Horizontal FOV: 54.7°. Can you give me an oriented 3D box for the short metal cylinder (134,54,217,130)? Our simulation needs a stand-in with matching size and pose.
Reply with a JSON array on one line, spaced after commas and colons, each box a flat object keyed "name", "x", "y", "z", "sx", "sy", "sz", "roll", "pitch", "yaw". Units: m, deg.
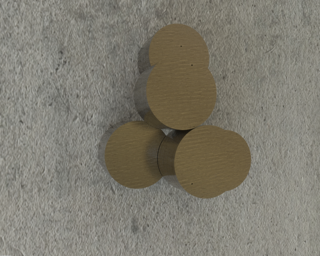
[{"name": "short metal cylinder", "x": 0.016, "y": -0.038, "z": 0.349, "sx": 0.081, "sy": 0.050, "sz": 0.080, "roll": 0, "pitch": 90, "yaw": -20}]

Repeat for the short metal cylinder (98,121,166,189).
[{"name": "short metal cylinder", "x": -0.033, "y": 0.031, "z": 0.385, "sx": 0.081, "sy": 0.050, "sz": 0.080, "roll": 0, "pitch": 90, "yaw": -20}]

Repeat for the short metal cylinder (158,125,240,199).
[{"name": "short metal cylinder", "x": 0.044, "y": 0.037, "z": 0.359, "sx": 0.081, "sy": 0.050, "sz": 0.080, "roll": 0, "pitch": 90, "yaw": -21}]

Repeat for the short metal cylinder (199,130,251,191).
[{"name": "short metal cylinder", "x": 0.076, "y": 0.042, "z": 0.424, "sx": 0.081, "sy": 0.050, "sz": 0.080, "roll": 0, "pitch": 90, "yaw": -20}]

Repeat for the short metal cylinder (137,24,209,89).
[{"name": "short metal cylinder", "x": 0.016, "y": -0.088, "z": 0.403, "sx": 0.081, "sy": 0.050, "sz": 0.080, "roll": 0, "pitch": 90, "yaw": -20}]
